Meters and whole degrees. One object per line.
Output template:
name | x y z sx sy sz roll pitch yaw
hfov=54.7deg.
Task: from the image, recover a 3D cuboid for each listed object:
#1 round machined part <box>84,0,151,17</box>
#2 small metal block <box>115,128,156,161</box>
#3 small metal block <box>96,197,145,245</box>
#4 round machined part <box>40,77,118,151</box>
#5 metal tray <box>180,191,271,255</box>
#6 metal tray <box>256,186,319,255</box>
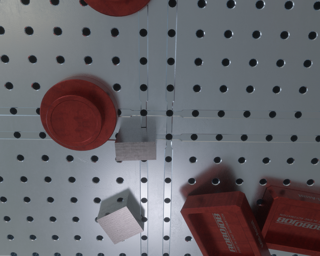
round machined part | -0.049 -0.174 0.340 0.099 0.042 0.097 0 110 0
small metal block | -0.030 0.020 0.407 0.050 0.050 0.025 -2 110 0
small metal block | -0.058 0.139 0.464 0.050 0.025 0.050 -27 108 9
round machined part | -0.105 -0.014 0.398 0.099 0.042 0.097 0 110 0
metal tray | 0.097 0.155 0.449 0.090 0.030 0.129 -14 112 32
metal tray | 0.214 0.143 0.465 0.131 0.030 0.089 11 110 -5
